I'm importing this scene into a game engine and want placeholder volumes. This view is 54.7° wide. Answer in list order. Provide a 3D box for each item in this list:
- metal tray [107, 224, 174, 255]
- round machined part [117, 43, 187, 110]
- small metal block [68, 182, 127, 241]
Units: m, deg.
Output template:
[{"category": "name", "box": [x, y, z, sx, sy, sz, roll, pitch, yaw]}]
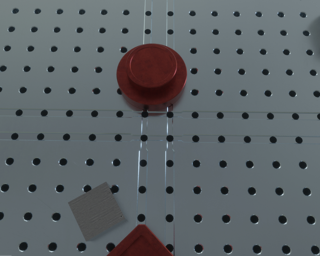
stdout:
[{"category": "metal tray", "box": [-0.008, 0.184, 0.341, 0.090, 0.030, 0.130, -42, 75, -14]}, {"category": "round machined part", "box": [-0.011, -0.077, 0.431, 0.099, 0.042, 0.098, 0, 70, 0]}, {"category": "small metal block", "box": [-0.074, 0.101, 0.374, 0.050, 0.025, 0.050, -28, 73, -10]}]
